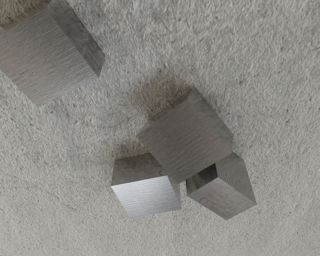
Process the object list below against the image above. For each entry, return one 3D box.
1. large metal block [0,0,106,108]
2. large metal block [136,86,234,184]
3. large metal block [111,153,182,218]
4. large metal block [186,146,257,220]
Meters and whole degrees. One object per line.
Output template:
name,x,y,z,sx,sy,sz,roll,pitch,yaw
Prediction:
large metal block,-0.116,-0.079,0.322,0.080,0.050,0.080,-22,127,17
large metal block,0.032,0.009,0.382,0.080,0.050,0.080,-36,100,26
large metal block,-0.018,0.084,0.462,0.080,0.050,0.080,-13,129,10
large metal block,0.080,0.067,0.429,0.080,0.080,0.050,36,121,-27
